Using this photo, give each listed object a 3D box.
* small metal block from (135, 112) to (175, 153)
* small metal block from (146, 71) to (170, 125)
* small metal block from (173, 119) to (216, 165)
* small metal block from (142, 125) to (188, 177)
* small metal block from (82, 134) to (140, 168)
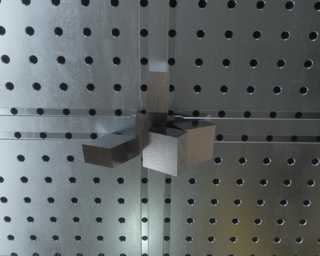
[{"bbox_3d":[-0.007,0.007,0.416,0.050,0.025,0.050,2,110,-1],"label":"small metal block"},{"bbox_3d":[-0.003,-0.035,0.376,0.025,0.050,0.050,3,74,0],"label":"small metal block"},{"bbox_3d":[0.044,0.019,0.409,0.050,0.025,0.050,-9,113,-30],"label":"small metal block"},{"bbox_3d":[0.006,0.027,0.384,0.050,0.025,0.050,12,113,31],"label":"small metal block"},{"bbox_3d":[-0.063,0.028,0.399,0.050,0.050,0.025,5,108,35],"label":"small metal block"}]
